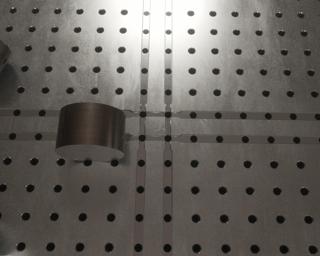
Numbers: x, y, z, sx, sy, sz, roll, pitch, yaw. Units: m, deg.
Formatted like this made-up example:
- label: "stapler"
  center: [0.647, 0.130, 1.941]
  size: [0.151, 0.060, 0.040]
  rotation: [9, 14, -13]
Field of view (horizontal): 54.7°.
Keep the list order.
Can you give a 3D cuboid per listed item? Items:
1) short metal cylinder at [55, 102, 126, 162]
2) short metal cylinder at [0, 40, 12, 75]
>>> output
- label: "short metal cylinder"
  center: [-0.083, 0.008, 0.379]
  size: [0.081, 0.080, 0.050]
  rotation: [0, 70, 0]
- label: "short metal cylinder"
  center: [-0.251, -0.098, 0.415]
  size: [0.080, 0.080, 0.050]
  rotation: [19, 71, 6]
